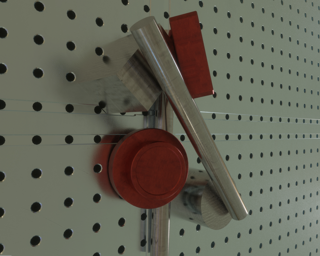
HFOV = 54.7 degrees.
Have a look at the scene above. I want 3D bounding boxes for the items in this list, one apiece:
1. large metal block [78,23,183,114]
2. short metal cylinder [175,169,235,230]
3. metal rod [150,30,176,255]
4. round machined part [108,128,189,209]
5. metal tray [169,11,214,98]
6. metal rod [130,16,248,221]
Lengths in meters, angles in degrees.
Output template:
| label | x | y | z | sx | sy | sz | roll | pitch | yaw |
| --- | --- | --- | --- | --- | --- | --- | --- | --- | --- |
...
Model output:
| label | x | y | z | sx | sy | sz | roll | pitch | yaw |
| --- | --- | --- | --- | --- | --- | --- | --- | --- | --- |
| large metal block | -0.032 | -0.064 | 0.349 | 0.050 | 0.080 | 0.080 | 49 | 61 | -29 |
| short metal cylinder | 0.069 | 0.102 | 0.454 | 0.081 | 0.050 | 0.079 | 0 | 90 | -40 |
| metal rod | 0.004 | 0.020 | 0.415 | 0.025 | 0.025 | 0.298 | 3 | 88 | -40 |
| round machined part | -0.009 | 0.049 | 0.372 | 0.099 | 0.042 | 0.097 | 0 | 90 | -23 |
| metal tray | 0.041 | -0.090 | 0.391 | 0.130 | 0.030 | 0.089 | -63 | 140 | -75 |
| metal rod | 0.048 | 0.014 | 0.360 | 0.025 | 0.025 | 0.299 | -51 | 128 | -28 |
